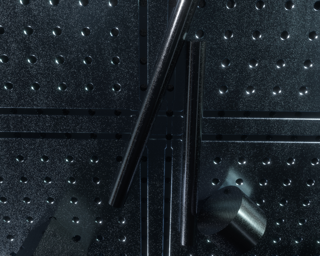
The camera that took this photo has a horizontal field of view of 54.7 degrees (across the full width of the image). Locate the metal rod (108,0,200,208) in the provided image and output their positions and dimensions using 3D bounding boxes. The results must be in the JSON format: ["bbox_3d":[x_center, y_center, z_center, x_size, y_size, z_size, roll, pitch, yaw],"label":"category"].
[{"bbox_3d":[-0.014,-0.023,0.404,0.025,0.025,0.298,18,109,-7],"label":"metal rod"}]

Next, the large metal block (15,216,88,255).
[{"bbox_3d":[-0.161,0.194,0.454,0.050,0.080,0.080,-35,107,12],"label":"large metal block"}]

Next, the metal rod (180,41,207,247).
[{"bbox_3d":[0.044,0.034,0.426,0.025,0.025,0.298,0,110,0],"label":"metal rod"}]

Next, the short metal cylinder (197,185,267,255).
[{"bbox_3d":[0.099,0.128,0.432,0.050,0.080,0.080,43,104,-14],"label":"short metal cylinder"}]
